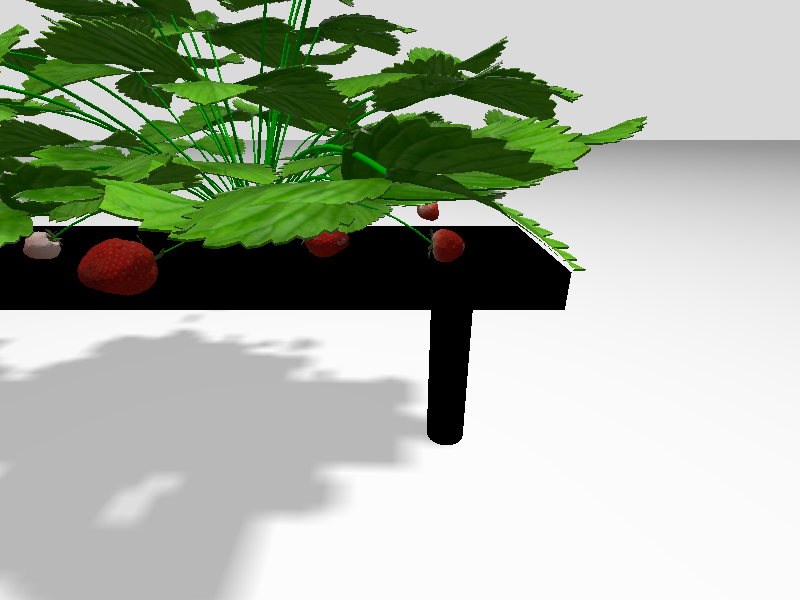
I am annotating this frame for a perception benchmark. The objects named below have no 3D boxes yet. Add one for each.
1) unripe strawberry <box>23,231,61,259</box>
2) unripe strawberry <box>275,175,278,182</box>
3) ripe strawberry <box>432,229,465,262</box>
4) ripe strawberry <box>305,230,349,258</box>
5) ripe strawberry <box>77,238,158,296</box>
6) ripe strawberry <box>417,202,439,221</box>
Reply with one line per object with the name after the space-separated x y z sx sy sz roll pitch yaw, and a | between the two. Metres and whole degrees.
-0.278 -0.041 0.309 0.022 0.022 0.021 -33 29 -3 | unripe strawberry
-0.194 -0.190 0.622 0.011 0.011 0.011 -5 24 -12 | unripe strawberry
0.036 -0.040 0.299 0.024 0.026 0.022 9 25 18 | ripe strawberry
-0.055 -0.047 0.309 0.031 0.031 0.034 16 28 31 | ripe strawberry
-0.167 -0.018 0.235 0.039 0.035 0.036 7 25 17 | ripe strawberry
0.032 -0.097 0.436 0.026 0.022 0.026 39 -2 -37 | ripe strawberry
